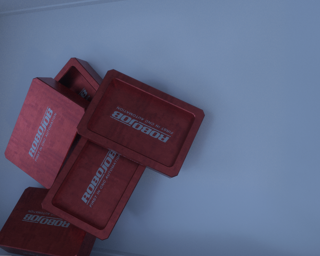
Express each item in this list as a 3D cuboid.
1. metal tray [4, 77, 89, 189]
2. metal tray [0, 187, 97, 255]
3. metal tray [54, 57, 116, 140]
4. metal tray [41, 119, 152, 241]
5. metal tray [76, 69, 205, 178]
[{"bbox_3d":[-0.152,0.007,0.426,0.090,0.030,0.129,32,107,13],"label":"metal tray"},{"bbox_3d":[-0.149,0.133,0.432,0.130,0.030,0.090,1,49,20],"label":"metal tray"},{"bbox_3d":[-0.132,-0.025,0.452,0.130,0.030,0.090,-46,76,14],"label":"metal tray"},{"bbox_3d":[-0.075,0.062,0.396,0.090,0.030,0.130,28,77,1],"label":"metal tray"},{"bbox_3d":[-0.022,-0.005,0.382,0.131,0.030,0.090,25,78,2],"label":"metal tray"}]
